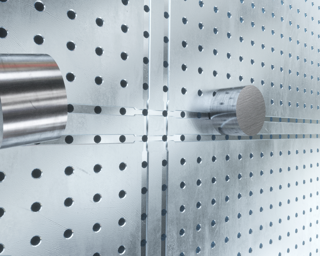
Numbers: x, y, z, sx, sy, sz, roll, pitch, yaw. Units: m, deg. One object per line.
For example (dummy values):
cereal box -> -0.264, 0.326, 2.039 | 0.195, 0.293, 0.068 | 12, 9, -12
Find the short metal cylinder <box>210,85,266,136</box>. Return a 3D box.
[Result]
short metal cylinder -> 0.127, -0.027, 0.502 | 0.081, 0.050, 0.079 | 0, 90, -40

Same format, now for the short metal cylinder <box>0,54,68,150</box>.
short metal cylinder -> -0.123, -0.024, 0.271 | 0.050, 0.080, 0.079 | -11, 97, -40
